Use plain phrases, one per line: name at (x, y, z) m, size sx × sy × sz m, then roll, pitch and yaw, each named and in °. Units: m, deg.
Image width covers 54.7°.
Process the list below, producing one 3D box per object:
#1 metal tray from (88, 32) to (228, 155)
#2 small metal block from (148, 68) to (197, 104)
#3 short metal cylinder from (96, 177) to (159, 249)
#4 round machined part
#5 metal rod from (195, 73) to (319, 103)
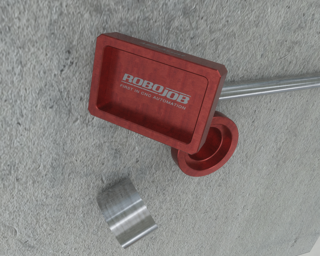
metal tray at (-0.007, -0.038, 0.320) m, size 0.030 × 0.130 × 0.089 m, roll -41°, pitch 148°, yaw -60°
small metal block at (0.016, -0.052, 0.355) m, size 0.050 × 0.050 × 0.025 m, roll 43°, pitch 94°, yaw 4°
short metal cylinder at (-0.044, 0.114, 0.419) m, size 0.050 × 0.080 × 0.080 m, roll -30°, pitch 129°, yaw -10°
round machined part at (0.059, 0.018, 0.441) m, size 0.099 × 0.042 × 0.097 m, roll -14°, pitch 125°, yaw -21°
metal rod at (0.170, -0.063, 0.462) m, size 0.303 × 0.025 × 0.025 m, roll -9°, pitch 123°, yaw -24°
